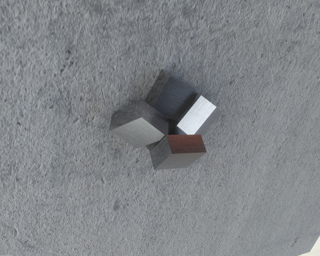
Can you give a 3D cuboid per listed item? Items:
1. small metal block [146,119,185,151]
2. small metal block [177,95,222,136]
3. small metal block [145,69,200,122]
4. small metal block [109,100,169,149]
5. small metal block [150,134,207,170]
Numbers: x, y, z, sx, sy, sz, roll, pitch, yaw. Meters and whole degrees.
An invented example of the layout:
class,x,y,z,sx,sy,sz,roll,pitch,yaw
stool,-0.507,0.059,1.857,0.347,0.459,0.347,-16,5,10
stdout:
class,x,y,z,sx,sy,sz,roll,pitch,yaw
small metal block,0.015,0.020,0.431,0.050,0.025,0.050,-48,129,5
small metal block,0.054,-0.013,0.418,0.050,0.025,0.050,-52,162,8
small metal block,0.014,-0.040,0.393,0.050,0.025,0.050,19,108,-36
small metal block,-0.025,-0.003,0.380,0.050,0.025,0.050,-21,139,31
small metal block,0.022,0.031,0.394,0.050,0.025,0.050,0,151,-29
